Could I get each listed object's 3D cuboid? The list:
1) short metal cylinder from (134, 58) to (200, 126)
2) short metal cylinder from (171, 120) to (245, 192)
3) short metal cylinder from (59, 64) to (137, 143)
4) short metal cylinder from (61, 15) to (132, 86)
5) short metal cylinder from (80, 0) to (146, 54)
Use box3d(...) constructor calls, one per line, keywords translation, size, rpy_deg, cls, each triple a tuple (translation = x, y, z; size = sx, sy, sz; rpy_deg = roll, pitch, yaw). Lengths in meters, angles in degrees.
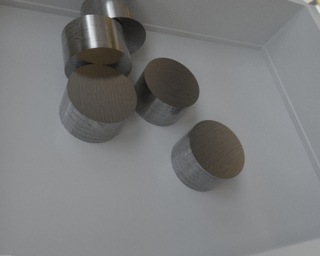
box3d(translation=(0.006, -0.049, 0.424), size=(0.081, 0.050, 0.080), rpy_deg=(14, 56, -21), cls="short metal cylinder")
box3d(translation=(0.061, 0.036, 0.402), size=(0.081, 0.050, 0.080), rpy_deg=(14, 56, -21), cls="short metal cylinder")
box3d(translation=(-0.074, -0.028, 0.368), size=(0.081, 0.050, 0.080), rpy_deg=(14, 56, -21), cls="short metal cylinder")
box3d(translation=(-0.079, -0.092, 0.385), size=(0.081, 0.080, 0.050), rpy_deg=(1, 62, -28), cls="short metal cylinder")
box3d(translation=(-0.064, -0.140, 0.422), size=(0.081, 0.080, 0.050), rpy_deg=(-1, 63, -29), cls="short metal cylinder")
